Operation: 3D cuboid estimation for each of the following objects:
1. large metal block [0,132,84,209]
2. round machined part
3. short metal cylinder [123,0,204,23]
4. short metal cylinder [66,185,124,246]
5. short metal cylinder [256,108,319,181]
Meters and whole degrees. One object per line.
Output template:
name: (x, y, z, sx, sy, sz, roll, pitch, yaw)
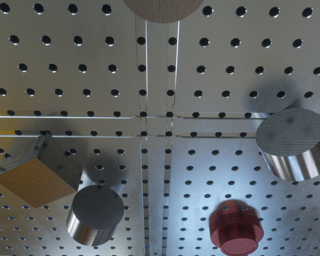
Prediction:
large metal block: (-0.172, 0.063, 0.447, 0.080, 0.050, 0.080, -24, 126, 19)
round machined part: (0.143, 0.203, 0.575, 0.099, 0.042, 0.097, 0, 130, 0)
short metal cylinder: (0.003, -0.141, 0.275, 0.081, 0.050, 0.079, 0, 130, 0)
short metal cylinder: (-0.103, 0.138, 0.492, 0.081, 0.080, 0.050, 16, 128, -14)
short metal cylinder: (0.170, 0.020, 0.394, 0.080, 0.080, 0.050, -22, 127, 17)
